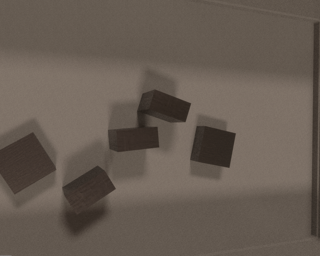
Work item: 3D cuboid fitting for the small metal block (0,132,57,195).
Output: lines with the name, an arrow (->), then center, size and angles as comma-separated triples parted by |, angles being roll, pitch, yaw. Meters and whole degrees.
small metal block -> -0.155, 0.039, 0.354 | 0.050, 0.025, 0.050 | -32, 101, -17

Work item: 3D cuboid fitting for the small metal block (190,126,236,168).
small metal block -> 0.075, 0.027, 0.440 | 0.050, 0.025, 0.050 | 13, 86, -20

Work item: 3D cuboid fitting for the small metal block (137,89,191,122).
small metal block -> 0.004, -0.027, 0.400 | 0.050, 0.050, 0.025 | 19, 84, -20

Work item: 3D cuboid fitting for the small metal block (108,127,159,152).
small metal block -> -0.034, 0.013, 0.386 | 0.050, 0.050, 0.025 | -5, 92, -20

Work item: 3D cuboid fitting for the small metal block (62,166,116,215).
small metal block -> -0.085, 0.071, 0.367 | 0.050, 0.050, 0.025 | -32, 101, -17
